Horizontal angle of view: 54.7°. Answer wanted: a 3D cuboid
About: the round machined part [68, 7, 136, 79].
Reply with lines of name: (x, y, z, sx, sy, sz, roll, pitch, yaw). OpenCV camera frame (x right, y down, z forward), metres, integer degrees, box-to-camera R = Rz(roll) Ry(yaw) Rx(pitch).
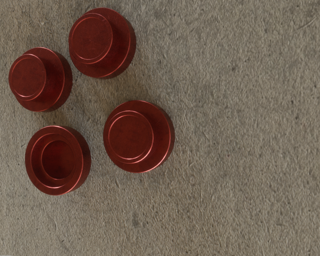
round machined part: (-0.086, -0.119, 0.430, 0.098, 0.042, 0.097, 0, 90, 20)

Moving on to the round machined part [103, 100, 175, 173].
round machined part: (-0.033, 0.011, 0.412, 0.098, 0.042, 0.097, 0, 90, 20)

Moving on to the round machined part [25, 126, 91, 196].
round machined part: (-0.142, 0.045, 0.450, 0.098, 0.042, 0.097, 0, 90, 20)

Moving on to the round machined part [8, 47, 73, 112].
round machined part: (-0.185, -0.073, 0.465, 0.098, 0.042, 0.097, 0, 90, 20)
